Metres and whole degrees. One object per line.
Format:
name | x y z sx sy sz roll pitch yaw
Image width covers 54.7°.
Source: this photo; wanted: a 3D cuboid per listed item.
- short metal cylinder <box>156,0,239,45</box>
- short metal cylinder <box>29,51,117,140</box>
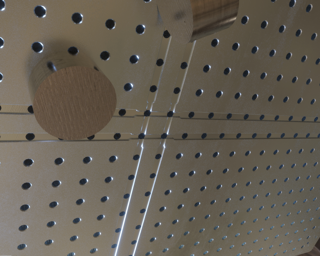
short metal cylinder | 0.035 -0.132 0.313 0.050 0.080 0.080 -24 127 -14
short metal cylinder | -0.092 -0.034 0.323 0.081 0.050 0.079 -14 124 -21
